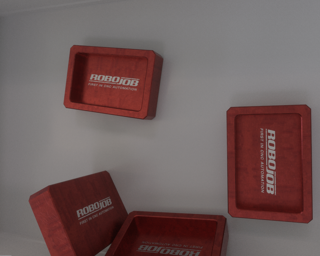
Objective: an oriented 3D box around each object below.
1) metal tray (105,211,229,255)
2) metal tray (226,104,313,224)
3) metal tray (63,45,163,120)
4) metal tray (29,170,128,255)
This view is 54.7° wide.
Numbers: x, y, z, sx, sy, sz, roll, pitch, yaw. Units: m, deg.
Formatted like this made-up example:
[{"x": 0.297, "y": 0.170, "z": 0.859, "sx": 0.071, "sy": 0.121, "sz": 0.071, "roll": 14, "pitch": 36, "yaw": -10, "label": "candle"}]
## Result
[{"x": 0.010, "y": 0.142, "z": 0.369, "sx": 0.130, "sy": 0.090, "sz": 0.030, "roll": -3, "pitch": 114, "yaw": 20, "label": "metal tray"}, {"x": 0.126, "y": 0.039, "z": 0.362, "sx": 0.090, "sy": 0.030, "sz": 0.129, "roll": -1, "pitch": 90, "yaw": 20, "label": "metal tray"}, {"x": -0.067, "y": -0.064, "z": 0.431, "sx": 0.130, "sy": 0.030, "sz": 0.089, "roll": 9, "pitch": 93, "yaw": 19, "label": "metal tray"}, {"x": -0.091, "y": 0.108, "z": 0.387, "sx": 0.030, "sy": 0.130, "sz": 0.090, "roll": -29, "pitch": 81, "yaw": 18, "label": "metal tray"}]
